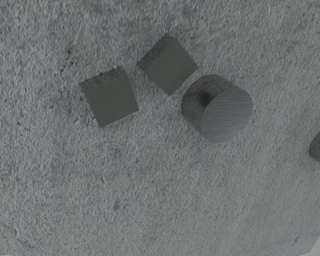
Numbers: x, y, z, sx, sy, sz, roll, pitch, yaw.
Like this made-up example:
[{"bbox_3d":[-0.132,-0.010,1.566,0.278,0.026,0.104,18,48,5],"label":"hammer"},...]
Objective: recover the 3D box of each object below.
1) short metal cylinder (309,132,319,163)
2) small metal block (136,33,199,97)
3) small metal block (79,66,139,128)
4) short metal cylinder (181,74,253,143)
[{"bbox_3d":[0.343,0.040,0.607,0.081,0.050,0.079,-14,125,-21],"label":"short metal cylinder"},{"bbox_3d":[0.010,-0.074,0.368,0.050,0.025,0.050,-46,130,3],"label":"small metal block"},{"bbox_3d":[-0.057,-0.036,0.355,0.050,0.025,0.050,-26,128,-13],"label":"small metal block"},{"bbox_3d":[0.076,-0.026,0.418,0.081,0.050,0.079,-14,125,-21],"label":"short metal cylinder"}]
